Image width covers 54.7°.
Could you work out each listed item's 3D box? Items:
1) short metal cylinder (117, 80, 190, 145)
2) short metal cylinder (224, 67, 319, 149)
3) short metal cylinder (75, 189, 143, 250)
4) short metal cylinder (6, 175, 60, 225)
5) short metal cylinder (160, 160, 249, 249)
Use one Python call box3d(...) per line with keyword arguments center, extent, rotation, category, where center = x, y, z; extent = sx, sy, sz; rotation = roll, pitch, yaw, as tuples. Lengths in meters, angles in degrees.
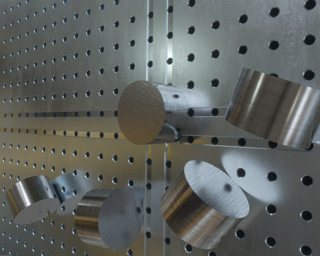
box3d(center=(-0.009, -0.019, 0.401), extent=(0.080, 0.050, 0.079), rotation=(0, 90, 40), category="short metal cylinder")
box3d(center=(0.107, -0.020, 0.286), extent=(0.080, 0.081, 0.050), rotation=(28, 108, 36), category="short metal cylinder")
box3d(center=(-0.070, 0.125, 0.431), extent=(0.050, 0.081, 0.080), rotation=(-9, 84, 40), category="short metal cylinder")
box3d(center=(-0.231, 0.131, 0.564), extent=(0.080, 0.081, 0.050), rotation=(-51, 60, 28), category="short metal cylinder")
box3d(center=(0.047, 0.081, 0.334), extent=(0.080, 0.081, 0.050), rotation=(48, 118, 29), category="short metal cylinder")
